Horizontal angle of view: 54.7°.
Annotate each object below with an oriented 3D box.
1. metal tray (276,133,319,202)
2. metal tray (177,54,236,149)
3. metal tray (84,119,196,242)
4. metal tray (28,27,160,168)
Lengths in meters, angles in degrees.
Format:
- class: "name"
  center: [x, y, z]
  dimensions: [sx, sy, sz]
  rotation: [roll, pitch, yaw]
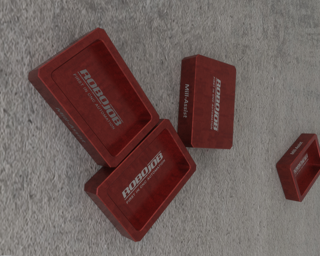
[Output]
- class: "metal tray"
  center: [0.297, 0.080, 0.649]
  dimensions: [0.131, 0.030, 0.090]
  rotation: [-36, 112, -34]
- class: "metal tray"
  center: [0.071, -0.035, 0.461]
  dimensions: [0.091, 0.030, 0.129]
  rotation: [6, 86, -40]
- class: "metal tray"
  center: [-0.018, 0.061, 0.386]
  dimensions: [0.131, 0.030, 0.090]
  rotation: [-46, 118, -30]
- class: "metal tray"
  center: [-0.066, -0.031, 0.345]
  dimensions: [0.090, 0.030, 0.130]
  rotation: [-48, 118, -29]
